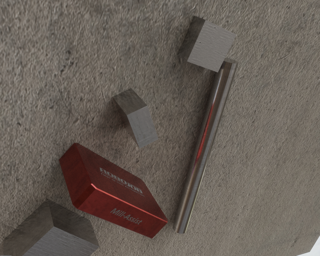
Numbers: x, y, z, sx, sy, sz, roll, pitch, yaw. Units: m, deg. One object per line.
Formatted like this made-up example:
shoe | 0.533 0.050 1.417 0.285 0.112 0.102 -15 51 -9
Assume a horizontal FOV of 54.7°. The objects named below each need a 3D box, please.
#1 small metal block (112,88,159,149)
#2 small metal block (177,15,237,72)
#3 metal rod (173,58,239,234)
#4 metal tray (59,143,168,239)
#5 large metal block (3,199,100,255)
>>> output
small metal block | -0.029 -0.012 0.368 0.025 0.050 0.050 -27 128 -12
small metal block | 0.057 -0.101 0.377 0.050 0.025 0.050 11 113 -34
metal rod | 0.062 0.043 0.469 0.025 0.025 0.298 -3 120 -28
metal tray | -0.056 0.078 0.383 0.030 0.090 0.130 -48 129 5
large metal block | -0.142 0.152 0.408 0.080 0.050 0.080 -43 130 1
